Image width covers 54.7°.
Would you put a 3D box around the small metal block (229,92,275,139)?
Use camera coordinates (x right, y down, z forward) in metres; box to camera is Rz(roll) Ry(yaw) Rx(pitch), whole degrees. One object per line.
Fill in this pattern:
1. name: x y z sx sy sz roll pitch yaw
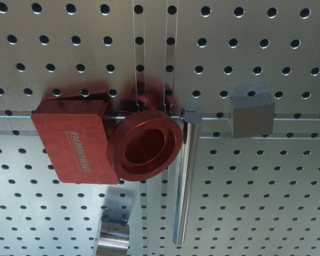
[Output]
1. small metal block: 0.118 -0.016 0.400 0.050 0.025 0.050 -7 130 6

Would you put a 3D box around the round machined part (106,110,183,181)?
1. round machined part: -0.023 0.018 0.399 0.099 0.042 0.097 -19 133 -22

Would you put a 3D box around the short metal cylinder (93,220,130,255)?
1. short metal cylinder: -0.089 0.209 0.553 0.050 0.080 0.079 14 129 -12

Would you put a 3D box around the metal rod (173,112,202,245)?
1. metal rod: 0.039 0.100 0.497 0.025 0.025 0.298 1 130 -1

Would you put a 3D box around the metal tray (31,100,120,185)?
1. metal tray: -0.106 0.023 0.420 0.090 0.030 0.129 0 131 8
